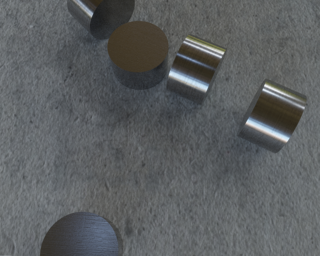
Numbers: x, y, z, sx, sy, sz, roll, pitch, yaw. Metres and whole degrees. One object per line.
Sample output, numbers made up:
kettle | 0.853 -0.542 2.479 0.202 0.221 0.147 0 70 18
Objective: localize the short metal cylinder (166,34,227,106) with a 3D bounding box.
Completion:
short metal cylinder | 0.048 -0.076 0.407 0.050 0.080 0.080 25 72 8

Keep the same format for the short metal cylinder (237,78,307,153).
short metal cylinder | 0.137 -0.015 0.386 0.050 0.080 0.080 26 72 9

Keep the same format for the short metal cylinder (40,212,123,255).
short metal cylinder | -0.084 0.136 0.344 0.081 0.050 0.080 0 70 0

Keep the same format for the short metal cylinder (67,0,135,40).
short metal cylinder | -0.083 -0.174 0.442 0.080 0.080 0.050 -41 75 -14

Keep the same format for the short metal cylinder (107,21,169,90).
short metal cylinder | -0.029 -0.100 0.431 0.081 0.050 0.080 0 70 0
